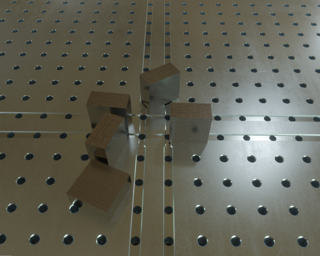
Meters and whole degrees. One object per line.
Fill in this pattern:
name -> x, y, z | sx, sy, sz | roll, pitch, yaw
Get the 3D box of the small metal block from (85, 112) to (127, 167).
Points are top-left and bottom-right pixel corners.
small metal block -> -0.063, 0.018, 0.376 | 0.025, 0.050, 0.050 | 16, 52, 13

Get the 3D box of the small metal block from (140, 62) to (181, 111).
small metal block -> 0.000, -0.059, 0.441 | 0.050, 0.050, 0.025 | -26, 55, -20

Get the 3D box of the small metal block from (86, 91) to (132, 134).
small metal block -> -0.065, -0.020, 0.407 | 0.050, 0.050, 0.025 | 6, 50, 4

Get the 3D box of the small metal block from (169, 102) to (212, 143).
small metal block -> 0.038, -0.006, 0.397 | 0.050, 0.050, 0.025 | 2, 50, 1

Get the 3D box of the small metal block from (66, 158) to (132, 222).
small metal block -> -0.067, 0.069, 0.349 | 0.050, 0.025, 0.050 | 20, 53, 16
